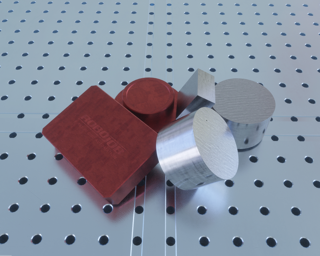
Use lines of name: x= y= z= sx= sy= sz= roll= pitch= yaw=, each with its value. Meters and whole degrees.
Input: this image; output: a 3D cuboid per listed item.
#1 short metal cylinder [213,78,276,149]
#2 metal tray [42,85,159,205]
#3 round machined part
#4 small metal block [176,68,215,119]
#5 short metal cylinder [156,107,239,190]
short metal cylinder: x=0.102 y=-0.019 z=0.404 sx=0.081 sy=0.050 sz=0.080 roll=0 pitch=50 yaw=0
metal tray: x=-0.067 y=0.015 z=0.371 sx=0.130 sy=0.030 sz=0.090 roll=38 pitch=74 yaw=27
round machined part: x=-0.015 y=-0.031 z=0.417 sx=0.099 sy=0.042 sz=0.098 roll=0 pitch=50 yaw=0
small metal block: x=0.045 y=-0.039 z=0.395 sx=0.025 sy=0.050 sz=0.050 roll=23 pitch=47 yaw=-18
short metal cylinder: x=0.042 y=0.023 z=0.339 sx=0.050 sy=0.080 sz=0.080 roll=-26 pitch=38 yaw=37
